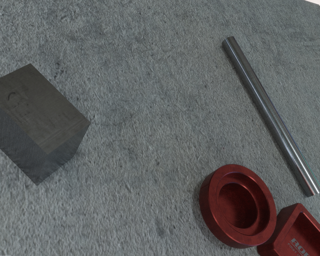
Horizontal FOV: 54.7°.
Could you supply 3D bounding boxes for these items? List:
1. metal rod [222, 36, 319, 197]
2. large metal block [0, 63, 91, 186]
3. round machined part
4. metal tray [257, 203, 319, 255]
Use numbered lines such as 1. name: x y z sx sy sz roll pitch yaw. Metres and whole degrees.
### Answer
1. metal rod: 0.180 -0.030 0.518 0.025 0.025 0.299 -10 67 -33
2. large metal block: -0.123 -0.001 0.303 0.080 0.080 0.050 45 51 2
3. round machined part: 0.090 0.097 0.382 0.099 0.042 0.098 14 56 -21
4. metal tray: 0.196 0.175 0.399 0.091 0.030 0.130 -35 81 -38
